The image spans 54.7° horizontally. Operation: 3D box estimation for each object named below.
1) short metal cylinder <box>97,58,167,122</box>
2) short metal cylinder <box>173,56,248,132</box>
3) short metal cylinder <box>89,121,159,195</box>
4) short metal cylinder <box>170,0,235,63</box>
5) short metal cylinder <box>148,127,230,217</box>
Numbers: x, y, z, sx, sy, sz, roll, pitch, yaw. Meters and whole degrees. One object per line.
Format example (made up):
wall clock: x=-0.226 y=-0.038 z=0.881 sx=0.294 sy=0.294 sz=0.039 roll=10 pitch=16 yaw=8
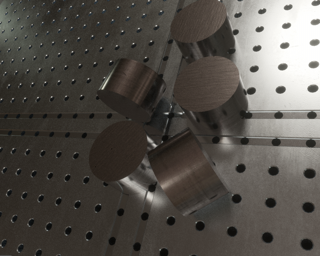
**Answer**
short metal cylinder: x=-0.038 y=-0.050 z=0.422 sx=0.080 sy=0.080 sz=0.050 roll=15 pitch=70 yaw=34
short metal cylinder: x=0.064 y=-0.042 z=0.383 sx=0.080 sy=0.050 sz=0.080 roll=-13 pitch=56 yaw=21
short metal cylinder: x=-0.041 y=0.038 z=0.389 sx=0.080 sy=0.050 sz=0.080 roll=-13 pitch=56 yaw=20
short metal cylinder: x=0.062 y=-0.135 z=0.442 sx=0.080 sy=0.050 sz=0.080 roll=-13 pitch=56 yaw=20
short metal cylinder: x=0.030 y=0.046 z=0.328 sx=0.050 sy=0.080 sz=0.080 roll=-33 pitch=52 yaw=7
